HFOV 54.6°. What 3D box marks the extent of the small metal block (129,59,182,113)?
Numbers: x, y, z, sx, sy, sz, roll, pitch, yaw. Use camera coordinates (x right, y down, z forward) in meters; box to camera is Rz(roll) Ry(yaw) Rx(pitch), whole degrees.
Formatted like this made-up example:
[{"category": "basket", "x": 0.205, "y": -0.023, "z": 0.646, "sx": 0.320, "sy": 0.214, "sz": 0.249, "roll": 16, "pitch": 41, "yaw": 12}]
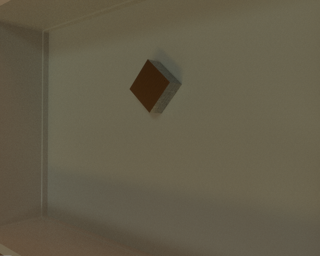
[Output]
[{"category": "small metal block", "x": -0.007, "y": -0.055, "z": 0.414, "sx": 0.050, "sy": 0.025, "sz": 0.050, "roll": 50, "pitch": 119, "yaw": 28}]
